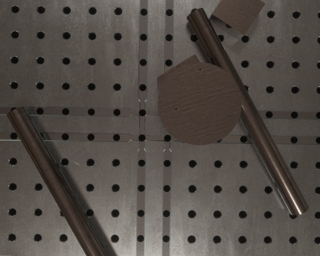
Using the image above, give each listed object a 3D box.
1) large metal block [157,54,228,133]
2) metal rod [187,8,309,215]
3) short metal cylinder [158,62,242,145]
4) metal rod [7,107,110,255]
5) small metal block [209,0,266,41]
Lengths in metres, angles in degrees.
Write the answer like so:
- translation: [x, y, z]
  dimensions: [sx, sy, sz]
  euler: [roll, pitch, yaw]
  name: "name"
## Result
- translation: [0.039, -0.036, 0.386]
  dimensions: [0.050, 0.080, 0.080]
  euler: [-32, 90, 0]
  name: "large metal block"
- translation: [0.117, -0.021, 0.414]
  dimensions: [0.025, 0.025, 0.299]
  euler: [-28, 90, 0]
  name: "metal rod"
- translation: [0.038, -0.023, 0.321]
  dimensions: [0.081, 0.050, 0.079]
  euler: [0, 90, -1]
  name: "short metal cylinder"
- translation: [-0.117, 0.108, 0.411]
  dimensions: [0.025, 0.025, 0.299]
  euler: [-29, 90, 0]
  name: "metal rod"
- translation: [0.102, -0.155, 0.415]
  dimensions: [0.050, 0.025, 0.050]
  euler: [34, 90, -1]
  name: "small metal block"
